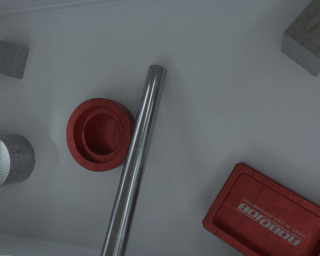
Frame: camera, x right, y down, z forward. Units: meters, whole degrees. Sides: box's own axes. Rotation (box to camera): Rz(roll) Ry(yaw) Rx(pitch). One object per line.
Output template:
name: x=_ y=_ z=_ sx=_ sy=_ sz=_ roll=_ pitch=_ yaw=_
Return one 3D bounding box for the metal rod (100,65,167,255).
metal rod: x=-0.033 y=0.058 z=0.355 sx=0.025 sy=0.025 sz=0.299 roll=4 pitch=66 yaw=19

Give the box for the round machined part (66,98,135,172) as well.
round machined part: x=-0.075 y=0.009 z=0.427 sx=0.098 sy=0.042 sz=0.097 roll=0 pitch=90 yaw=19

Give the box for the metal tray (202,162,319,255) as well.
metal tray: x=0.127 y=0.109 z=0.358 sx=0.130 sy=0.030 sz=0.090 roll=30 pitch=95 yaw=17

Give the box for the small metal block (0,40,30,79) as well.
small metal block: x=-0.242 y=-0.110 z=0.494 sx=0.050 sy=0.025 sz=0.050 roll=18 pitch=96 yaw=18

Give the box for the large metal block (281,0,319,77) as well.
large metal block: x=0.175 y=-0.105 z=0.320 sx=0.050 sy=0.080 sz=0.080 roll=44 pitch=103 yaw=14

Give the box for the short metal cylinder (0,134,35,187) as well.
short metal cylinder: x=-0.245 y=0.050 z=0.481 sx=0.080 sy=0.050 sz=0.079 roll=0 pitch=90 yaw=19
